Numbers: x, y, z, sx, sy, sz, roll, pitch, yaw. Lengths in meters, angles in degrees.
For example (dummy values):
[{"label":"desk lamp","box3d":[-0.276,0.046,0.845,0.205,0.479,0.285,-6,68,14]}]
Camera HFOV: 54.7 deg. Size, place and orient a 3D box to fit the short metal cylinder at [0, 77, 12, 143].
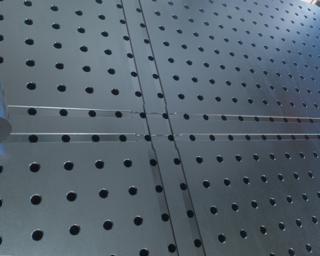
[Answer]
[{"label":"short metal cylinder","box3d":[-0.184,-0.016,0.283,0.081,0.080,0.050,-8,66,-32]}]
